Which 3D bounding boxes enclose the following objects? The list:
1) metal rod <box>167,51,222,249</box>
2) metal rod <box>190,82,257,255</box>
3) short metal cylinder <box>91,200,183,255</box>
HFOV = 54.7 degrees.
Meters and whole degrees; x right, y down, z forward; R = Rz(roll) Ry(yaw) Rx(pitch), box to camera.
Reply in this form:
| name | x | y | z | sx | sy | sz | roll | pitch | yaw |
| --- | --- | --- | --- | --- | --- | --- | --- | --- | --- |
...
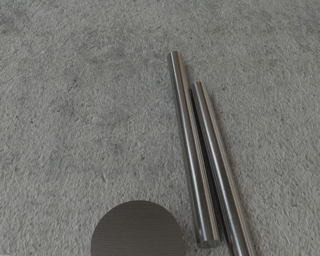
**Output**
| name | x | y | z | sx | sy | sz | roll | pitch | yaw |
| --- | --- | --- | --- | --- | --- | --- | --- | --- | --- |
| metal rod | 0.036 | 0.001 | 0.402 | 0.025 | 0.025 | 0.300 | -3 | 50 | -3 |
| metal rod | 0.071 | 0.056 | 0.356 | 0.025 | 0.025 | 0.300 | -4 | 50 | -4 |
| short metal cylinder | -0.020 | 0.116 | 0.290 | 0.081 | 0.050 | 0.080 | 0 | 50 | 0 |
